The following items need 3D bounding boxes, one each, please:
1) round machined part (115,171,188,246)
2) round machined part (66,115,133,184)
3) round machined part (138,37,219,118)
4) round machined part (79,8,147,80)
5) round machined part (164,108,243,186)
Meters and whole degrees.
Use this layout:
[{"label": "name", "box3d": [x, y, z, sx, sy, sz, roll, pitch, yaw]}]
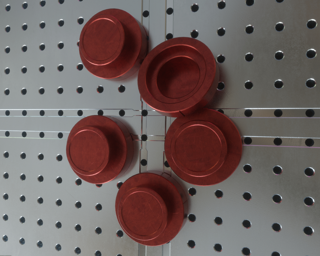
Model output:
[{"label": "round machined part", "box3d": [-0.016, 0.108, 0.408, 0.098, 0.042, 0.097, 0, 90, 19]}, {"label": "round machined part", "box3d": [-0.091, 0.030, 0.434, 0.098, 0.042, 0.097, 0, 90, 19]}, {"label": "round machined part", "box3d": [0.025, -0.059, 0.385, 0.098, 0.042, 0.098, -7, 72, 21]}, {"label": "round machined part", "box3d": [-0.071, -0.117, 0.427, 0.098, 0.042, 0.097, 0, 90, 19]}, {"label": "round machined part", "box3d": [0.052, 0.024, 0.385, 0.098, 0.042, 0.097, 0, 90, 19]}]
